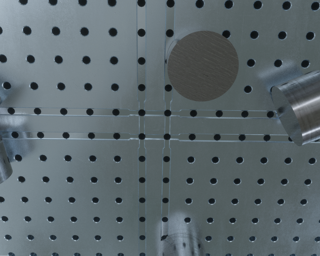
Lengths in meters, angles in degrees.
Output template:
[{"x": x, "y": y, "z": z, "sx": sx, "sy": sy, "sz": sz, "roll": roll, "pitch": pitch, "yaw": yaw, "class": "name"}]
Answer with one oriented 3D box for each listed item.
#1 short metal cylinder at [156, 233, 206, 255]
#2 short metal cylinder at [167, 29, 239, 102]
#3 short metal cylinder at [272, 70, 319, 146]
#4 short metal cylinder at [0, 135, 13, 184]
[{"x": 0.033, "y": 0.212, "z": 0.479, "sx": 0.081, "sy": 0.050, "sz": 0.079, "roll": 0, "pitch": 110, "yaw": -1, "class": "short metal cylinder"}, {"x": 0.048, "y": -0.077, "z": 0.372, "sx": 0.081, "sy": 0.050, "sz": 0.079, "roll": 0, "pitch": 110, "yaw": -1, "class": "short metal cylinder"}, {"x": 0.179, "y": -0.024, "z": 0.378, "sx": 0.050, "sy": 0.080, "sz": 0.080, "roll": -23, "pitch": 109, "yaw": 8, "class": "short metal cylinder"}, {"x": -0.239, "y": 0.045, "z": 0.397, "sx": 0.080, "sy": 0.080, "sz": 0.050, "roll": -6, "pitch": 110, "yaw": 2, "class": "short metal cylinder"}]
